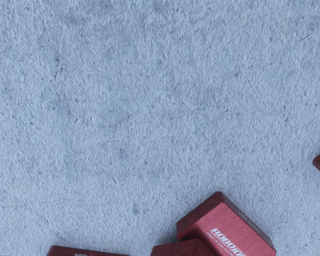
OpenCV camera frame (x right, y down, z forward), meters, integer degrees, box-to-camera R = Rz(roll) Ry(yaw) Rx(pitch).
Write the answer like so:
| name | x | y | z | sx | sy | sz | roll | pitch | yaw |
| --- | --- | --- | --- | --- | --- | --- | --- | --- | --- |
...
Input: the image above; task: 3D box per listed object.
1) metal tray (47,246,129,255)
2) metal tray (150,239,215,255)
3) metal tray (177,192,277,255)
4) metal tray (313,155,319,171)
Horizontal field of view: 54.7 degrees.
| name | x | y | z | sx | sy | sz | roll | pitch | yaw |
| --- | --- | --- | --- | --- | --- | --- | --- | --- | --- |
| metal tray | -0.116 | 0.241 | 0.494 | 0.131 | 0.030 | 0.089 | 9 | 110 | -4 |
| metal tray | 0.055 | 0.224 | 0.467 | 0.090 | 0.030 | 0.130 | -25 | 114 | 35 |
| metal tray | 0.100 | 0.168 | 0.470 | 0.090 | 0.030 | 0.130 | -42 | 105 | 14 |
| metal tray | 0.293 | 0.066 | 0.433 | 0.130 | 0.030 | 0.090 | 42 | 104 | -14 |
